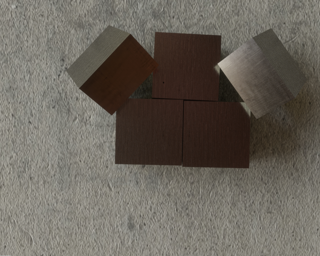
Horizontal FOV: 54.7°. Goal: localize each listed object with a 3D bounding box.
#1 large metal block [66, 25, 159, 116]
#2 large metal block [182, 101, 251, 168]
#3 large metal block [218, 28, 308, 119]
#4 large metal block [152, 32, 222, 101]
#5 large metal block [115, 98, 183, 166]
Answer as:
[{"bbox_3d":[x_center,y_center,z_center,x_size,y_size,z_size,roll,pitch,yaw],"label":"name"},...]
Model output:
[{"bbox_3d":[-0.060,-0.073,0.376,0.080,0.080,0.050,-47,125,0],"label":"large metal block"},{"bbox_3d":[0.068,0.008,0.398,0.081,0.050,0.079,1,90,-1],"label":"large metal block"},{"bbox_3d":[0.128,-0.069,0.379,0.050,0.080,0.080,-35,90,40],"label":"large metal block"},{"bbox_3d":[0.032,-0.075,0.399,0.081,0.050,0.079,3,90,-1],"label":"large metal block"},{"bbox_3d":[-0.013,0.004,0.398,0.081,0.050,0.079,1,90,-1],"label":"large metal block"}]
